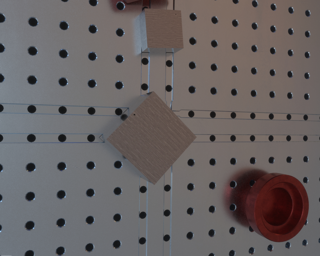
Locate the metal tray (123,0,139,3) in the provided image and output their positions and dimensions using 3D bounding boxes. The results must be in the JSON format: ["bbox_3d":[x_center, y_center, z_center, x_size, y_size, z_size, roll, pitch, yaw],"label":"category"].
[{"bbox_3d":[-0.020,-0.234,0.384,0.090,0.030,0.129,-14,96,2],"label":"metal tray"}]

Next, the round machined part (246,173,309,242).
[{"bbox_3d":[0.170,0.116,0.466,0.099,0.042,0.097,0,90,-20],"label":"round machined part"}]

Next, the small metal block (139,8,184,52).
[{"bbox_3d":[0.002,-0.129,0.413,0.050,0.025,0.050,-5,92,-20],"label":"small metal block"}]

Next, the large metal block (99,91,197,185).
[{"bbox_3d":[-0.016,0.012,0.393,0.080,0.050,0.080,46,76,-14],"label":"large metal block"}]
